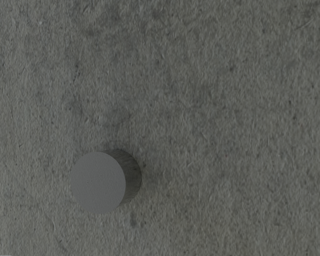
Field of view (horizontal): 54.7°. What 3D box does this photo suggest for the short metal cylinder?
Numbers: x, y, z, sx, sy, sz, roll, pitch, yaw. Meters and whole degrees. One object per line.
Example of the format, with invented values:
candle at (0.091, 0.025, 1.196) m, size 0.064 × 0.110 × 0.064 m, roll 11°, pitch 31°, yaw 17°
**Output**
short metal cylinder at (-0.072, 0.070, 0.420) m, size 0.080 × 0.050 × 0.079 m, roll 0°, pitch 90°, yaw 19°
